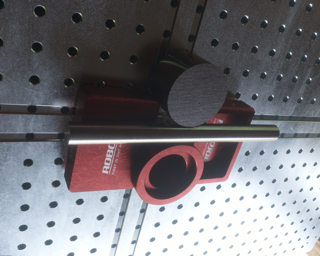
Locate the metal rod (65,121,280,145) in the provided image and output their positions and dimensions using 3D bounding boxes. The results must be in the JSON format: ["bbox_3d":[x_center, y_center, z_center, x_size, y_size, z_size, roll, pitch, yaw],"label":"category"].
[{"bbox_3d":[0.037,0.006,0.391,0.303,0.025,0.025,0,118,-29],"label":"metal rod"}]

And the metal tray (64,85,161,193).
[{"bbox_3d":[-0.060,0.016,0.379,0.091,0.030,0.129,3,117,-30],"label":"metal tray"}]

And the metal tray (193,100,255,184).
[{"bbox_3d":[0.077,0.022,0.459,0.091,0.030,0.129,1,118,-29],"label":"metal tray"}]

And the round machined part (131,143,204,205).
[{"bbox_3d":[0.007,0.053,0.420,0.099,0.042,0.097,-14,124,-21],"label":"round machined part"}]

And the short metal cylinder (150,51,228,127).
[{"bbox_3d":[0.035,-0.048,0.379,0.081,0.050,0.079,-14,124,-21],"label":"short metal cylinder"}]
